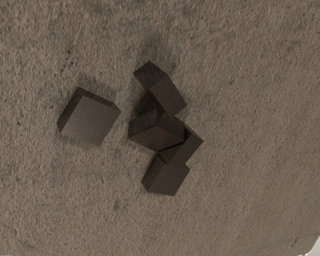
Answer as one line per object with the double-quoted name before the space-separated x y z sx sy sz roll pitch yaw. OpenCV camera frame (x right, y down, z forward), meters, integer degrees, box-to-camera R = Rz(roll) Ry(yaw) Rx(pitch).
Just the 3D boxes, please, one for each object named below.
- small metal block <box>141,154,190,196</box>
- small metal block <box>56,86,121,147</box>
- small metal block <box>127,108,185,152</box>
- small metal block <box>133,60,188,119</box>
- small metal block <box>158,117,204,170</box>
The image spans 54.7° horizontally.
"small metal block" 0.008 0.070 0.457 0.050 0.025 0.050 17 109 -35
"small metal block" -0.082 -0.012 0.356 0.050 0.025 0.050 24 105 -37
"small metal block" -0.005 0.004 0.392 0.050 0.025 0.050 -24 142 38
"small metal block" 0.000 -0.046 0.364 0.025 0.050 0.050 -39 130 -2
"small metal block" 0.023 0.019 0.417 0.025 0.050 0.050 31 101 -38
